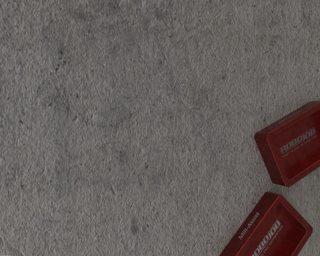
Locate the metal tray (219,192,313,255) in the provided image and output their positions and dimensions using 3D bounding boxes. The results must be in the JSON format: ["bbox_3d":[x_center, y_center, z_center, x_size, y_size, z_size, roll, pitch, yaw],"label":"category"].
[{"bbox_3d":[0.162,0.174,0.466,0.090,0.030,0.130,45,76,-15],"label":"metal tray"}]

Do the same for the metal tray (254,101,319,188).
[{"bbox_3d":[0.221,0.023,0.487,0.131,0.030,0.090,-27,99,-18],"label":"metal tray"}]
